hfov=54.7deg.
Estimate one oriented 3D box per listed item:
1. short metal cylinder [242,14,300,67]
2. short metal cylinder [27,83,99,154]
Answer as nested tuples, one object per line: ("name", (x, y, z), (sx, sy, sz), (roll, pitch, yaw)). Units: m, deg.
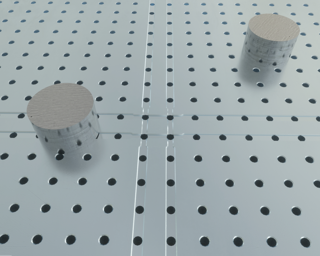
("short metal cylinder", (0.183, -0.147, 0.516), (0.080, 0.050, 0.080), (0, 50, 0))
("short metal cylinder", (-0.123, -0.013, 0.401), (0.080, 0.050, 0.080), (0, 50, 0))
